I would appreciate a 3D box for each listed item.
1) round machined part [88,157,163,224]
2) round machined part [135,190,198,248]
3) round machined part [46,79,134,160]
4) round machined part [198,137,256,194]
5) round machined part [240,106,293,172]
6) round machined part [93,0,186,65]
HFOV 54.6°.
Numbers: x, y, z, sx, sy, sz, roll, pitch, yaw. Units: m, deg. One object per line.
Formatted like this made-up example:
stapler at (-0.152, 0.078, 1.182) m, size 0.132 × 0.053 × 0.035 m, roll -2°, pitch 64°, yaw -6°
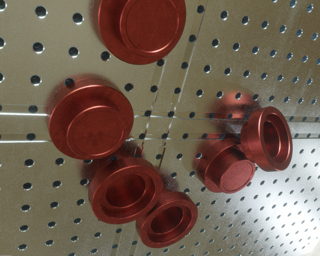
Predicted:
round machined part at (-0.049, 0.080, 0.422) m, size 0.099 × 0.042 × 0.097 m, roll -14°, pitch 124°, yaw -21°
round machined part at (0.007, 0.138, 0.489) m, size 0.099 × 0.042 × 0.097 m, roll -14°, pitch 124°, yaw -21°
round machined part at (-0.076, -0.003, 0.356) m, size 0.099 × 0.042 × 0.097 m, roll -14°, pitch 124°, yaw -21°
round machined part at (0.115, 0.067, 0.504) m, size 0.099 × 0.042 × 0.097 m, roll -14°, pitch 124°, yaw -21°
round machined part at (0.161, 0.019, 0.477) m, size 0.099 × 0.042 × 0.098 m, roll 12°, pitch 72°, yaw -40°
round machined part at (-0.015, -0.112, 0.322) m, size 0.099 × 0.042 × 0.097 m, roll -14°, pitch 124°, yaw -21°
